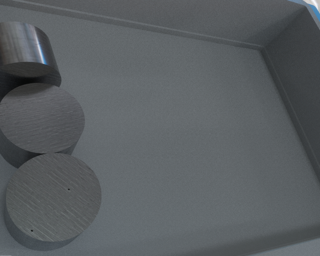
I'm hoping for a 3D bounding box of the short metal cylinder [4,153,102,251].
[{"bbox_3d":[-0.102,0.070,0.293,0.081,0.050,0.080,14,56,-21],"label":"short metal cylinder"}]

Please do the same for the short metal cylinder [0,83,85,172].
[{"bbox_3d":[-0.125,0.000,0.323,0.081,0.050,0.080,14,56,-21],"label":"short metal cylinder"}]

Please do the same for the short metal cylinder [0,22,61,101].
[{"bbox_3d":[-0.152,-0.065,0.329,0.081,0.080,0.050,-10,67,-33],"label":"short metal cylinder"}]
